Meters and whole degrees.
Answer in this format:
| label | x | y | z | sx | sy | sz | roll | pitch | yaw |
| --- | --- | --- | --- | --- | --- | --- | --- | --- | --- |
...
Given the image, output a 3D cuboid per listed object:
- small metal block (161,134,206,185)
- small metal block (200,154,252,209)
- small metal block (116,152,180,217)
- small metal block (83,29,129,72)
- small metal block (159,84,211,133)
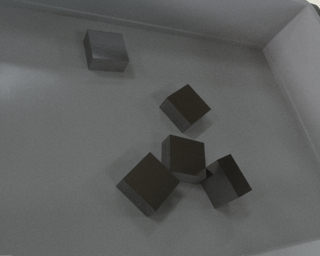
| label | x | y | z | sx | sy | sz | roll | pitch | yaw |
| --- | --- | --- | --- | --- | --- | --- | --- | --- | --- |
| small metal block | 0.030 | 0.041 | 0.397 | 0.050 | 0.025 | 0.050 | 14 | 56 | -20 |
| small metal block | 0.079 | 0.068 | 0.390 | 0.025 | 0.050 | 0.050 | -17 | 71 | -35 |
| small metal block | -0.013 | 0.065 | 0.359 | 0.050 | 0.025 | 0.050 | 44 | 51 | 2 |
| small metal block | -0.075 | -0.106 | 0.430 | 0.050 | 0.025 | 0.050 | -1 | 62 | -29 |
| small metal block | 0.036 | -0.028 | 0.442 | 0.050 | 0.025 | 0.050 | 49 | 51 | 6 |
